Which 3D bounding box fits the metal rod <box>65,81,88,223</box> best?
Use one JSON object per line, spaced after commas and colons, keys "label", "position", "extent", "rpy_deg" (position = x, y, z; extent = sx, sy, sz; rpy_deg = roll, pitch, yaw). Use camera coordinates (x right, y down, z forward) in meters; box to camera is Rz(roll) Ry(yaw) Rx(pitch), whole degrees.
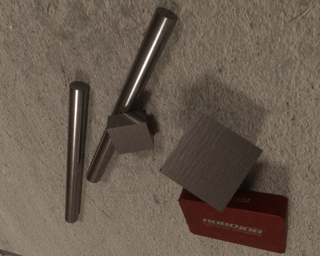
{"label": "metal rod", "position": [-0.142, 0.058, 0.515], "extent": [0.025, 0.025, 0.298], "rpy_deg": [24, 127, 13]}

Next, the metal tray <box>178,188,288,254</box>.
{"label": "metal tray", "position": [0.098, 0.118, 0.410], "extent": [0.130, 0.030, 0.090], "rpy_deg": [4, 135, 25]}

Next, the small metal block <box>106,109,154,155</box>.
{"label": "small metal block", "position": [-0.038, 0.006, 0.409], "extent": [0.050, 0.025, 0.050], "rpy_deg": [-10, 133, 6]}

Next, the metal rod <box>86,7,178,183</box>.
{"label": "metal rod", "position": [-0.051, -0.020, 0.419], "extent": [0.025, 0.025, 0.298], "rpy_deg": [34, 129, 5]}

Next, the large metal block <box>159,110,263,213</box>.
{"label": "large metal block", "position": [0.057, 0.036, 0.358], "extent": [0.080, 0.050, 0.080], "rpy_deg": [33, 91, 6]}
